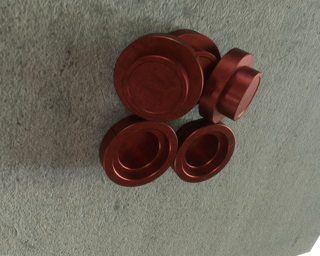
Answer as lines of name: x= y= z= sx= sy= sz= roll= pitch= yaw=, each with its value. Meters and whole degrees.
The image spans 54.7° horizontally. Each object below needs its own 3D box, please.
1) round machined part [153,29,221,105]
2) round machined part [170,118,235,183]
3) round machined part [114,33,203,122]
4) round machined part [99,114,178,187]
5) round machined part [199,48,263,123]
round machined part: x=0.034 y=-0.066 z=0.376 sx=0.099 sy=0.042 sz=0.097 roll=-14 pitch=125 yaw=-21
round machined part: x=0.055 y=0.027 z=0.446 sx=0.099 sy=0.042 sz=0.097 roll=-14 pitch=125 yaw=-21
round machined part: x=-0.003 y=-0.050 z=0.336 sx=0.099 sy=0.042 sz=0.097 roll=3 pitch=117 yaw=7
round machined part: x=-0.030 y=0.024 z=0.397 sx=0.099 sy=0.042 sz=0.097 roll=-14 pitch=125 yaw=-21
round machined part: x=0.094 y=-0.048 z=0.393 sx=0.098 sy=0.042 sz=0.097 roll=-46 pitch=155 yaw=-28
